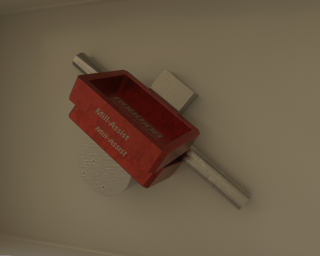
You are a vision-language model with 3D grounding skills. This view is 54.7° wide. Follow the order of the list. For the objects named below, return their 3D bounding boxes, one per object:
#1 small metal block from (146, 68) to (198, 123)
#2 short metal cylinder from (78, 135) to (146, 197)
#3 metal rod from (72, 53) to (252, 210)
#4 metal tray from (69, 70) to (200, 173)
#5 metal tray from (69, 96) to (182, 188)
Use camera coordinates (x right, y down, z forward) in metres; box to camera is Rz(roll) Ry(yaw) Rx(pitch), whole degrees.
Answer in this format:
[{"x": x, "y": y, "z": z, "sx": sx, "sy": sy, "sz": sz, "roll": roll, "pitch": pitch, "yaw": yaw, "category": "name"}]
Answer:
[{"x": 0.013, "y": -0.041, "z": 0.404, "sx": 0.050, "sy": 0.025, "sz": 0.050, "roll": 42, "pitch": 103, "yaw": 14, "category": "small metal block"}, {"x": -0.060, "y": 0.045, "z": 0.410, "sx": 0.080, "sy": 0.050, "sz": 0.079, "roll": 4, "pitch": 98, "yaw": 24, "category": "short metal cylinder"}, {"x": -0.007, "y": -0.005, "z": 0.412, "sx": 0.300, "sy": 0.025, "sz": 0.025, "roll": 41, "pitch": 103, "yaw": 15, "category": "metal rod"}, {"x": -0.027, "y": -0.015, "z": 0.356, "sx": 0.130, "sy": 0.091, "sz": 0.030, "roll": 41, "pitch": 120, "yaw": 15, "category": "metal tray"}, {"x": -0.039, "y": 0.014, "z": 0.387, "sx": 0.130, "sy": 0.090, "sz": 0.030, "roll": 41, "pitch": 103, "yaw": 15, "category": "metal tray"}]
